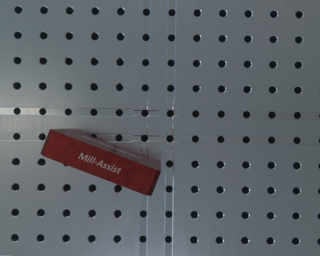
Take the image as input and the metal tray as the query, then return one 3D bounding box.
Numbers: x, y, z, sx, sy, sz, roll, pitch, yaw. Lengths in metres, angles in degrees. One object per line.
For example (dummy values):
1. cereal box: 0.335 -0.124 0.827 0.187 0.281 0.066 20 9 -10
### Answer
1. metal tray: -0.065 0.038 0.380 0.131 0.090 0.030 21 90 0
